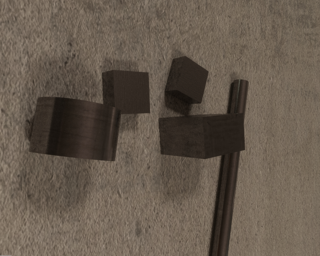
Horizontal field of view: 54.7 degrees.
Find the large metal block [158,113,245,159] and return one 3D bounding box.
[{"bbox_3d":[0.056,0.008,0.418,0.081,0.080,0.050,-7,95,-40],"label":"large metal block"}]

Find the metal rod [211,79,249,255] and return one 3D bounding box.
[{"bbox_3d":[0.114,0.068,0.503,0.025,0.025,0.298,15,81,-39],"label":"metal rod"}]

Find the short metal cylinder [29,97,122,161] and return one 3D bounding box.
[{"bbox_3d":[-0.081,0.003,0.302,0.081,0.080,0.050,11,83,-40],"label":"short metal cylinder"}]

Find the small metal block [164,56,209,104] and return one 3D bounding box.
[{"bbox_3d":[0.039,-0.066,0.439,0.050,0.025,0.050,23,75,-38],"label":"small metal block"}]

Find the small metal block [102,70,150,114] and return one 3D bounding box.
[{"bbox_3d":[-0.040,-0.042,0.373,0.050,0.025,0.050,-4,93,-40],"label":"small metal block"}]
